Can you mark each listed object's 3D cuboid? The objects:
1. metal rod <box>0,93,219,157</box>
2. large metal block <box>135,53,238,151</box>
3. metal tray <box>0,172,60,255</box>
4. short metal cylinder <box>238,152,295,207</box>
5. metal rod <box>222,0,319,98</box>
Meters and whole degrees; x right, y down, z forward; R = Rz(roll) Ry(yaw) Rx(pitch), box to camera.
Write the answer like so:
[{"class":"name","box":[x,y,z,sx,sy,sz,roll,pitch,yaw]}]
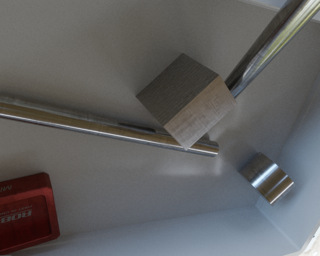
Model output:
[{"class":"metal rod","box":[-0.040,0.005,0.390,0.302,0.025,0.025,13,112,-34]},{"class":"large metal block","box":[0.029,-0.034,0.370,0.080,0.080,0.050,-43,130,1]},{"class":"metal tray","box":[-0.193,0.110,0.368,0.131,0.030,0.089,-11,123,-23]},{"class":"short metal cylinder","box":[0.180,0.087,0.529,0.050,0.080,0.080,-44,130,2]},{"class":"metal rod","box":[0.103,-0.077,0.302,0.025,0.025,0.299,-20,165,-17]}]
